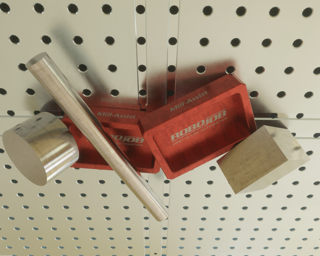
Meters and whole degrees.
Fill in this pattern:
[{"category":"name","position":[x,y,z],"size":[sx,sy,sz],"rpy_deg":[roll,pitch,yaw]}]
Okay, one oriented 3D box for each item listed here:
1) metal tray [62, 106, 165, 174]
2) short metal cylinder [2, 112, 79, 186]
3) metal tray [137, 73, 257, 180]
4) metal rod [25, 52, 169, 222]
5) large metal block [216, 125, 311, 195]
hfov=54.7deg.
[{"category":"metal tray","position":[-0.061,0.018,0.422],"size":[0.131,0.030,0.089],"rpy_deg":[5,130,-5]},{"category":"short metal cylinder","position":[-0.150,0.026,0.392],"size":[0.080,0.050,0.079],"rpy_deg":[22,131,27]},{"category":"metal tray","position":[0.050,0.001,0.385],"size":[0.130,0.030,0.090],"rpy_deg":[-27,127,0]},{"category":"metal rod","position":[-0.061,0.033,0.400],"size":[0.025,0.025,0.299],"rpy_deg":[-20,128,16]},{"category":"large metal block","position":[0.137,0.043,0.410],"size":[0.081,0.050,0.080],"rpy_deg":[6,139,-48]}]
